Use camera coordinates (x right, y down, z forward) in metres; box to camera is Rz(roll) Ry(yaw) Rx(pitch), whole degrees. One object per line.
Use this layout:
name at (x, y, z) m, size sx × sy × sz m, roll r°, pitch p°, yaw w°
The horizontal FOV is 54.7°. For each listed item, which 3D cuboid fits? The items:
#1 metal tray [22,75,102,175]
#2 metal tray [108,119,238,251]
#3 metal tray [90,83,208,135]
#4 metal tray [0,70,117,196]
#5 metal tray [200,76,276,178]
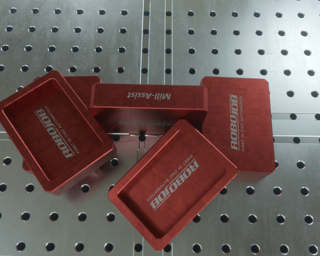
metal tray at (-0.123, -0.005, 0.409) m, size 0.091 × 0.030 × 0.129 m, roll -1°, pitch 71°, yaw -1°
metal tray at (0.015, 0.065, 0.366) m, size 0.130 × 0.030 × 0.090 m, roll -46°, pitch 77°, yaw 2°
metal tray at (-0.012, -0.020, 0.383) m, size 0.131 × 0.090 × 0.030 m, roll 1°, pitch 70°, yaw 0°
metal tray at (-0.125, 0.003, 0.373) m, size 0.090 × 0.030 × 0.130 m, roll -36°, pitch 75°, yaw -13°
metal tray at (0.098, -0.003, 0.410) m, size 0.091 × 0.030 × 0.130 m, roll 3°, pitch 70°, yaw 0°
